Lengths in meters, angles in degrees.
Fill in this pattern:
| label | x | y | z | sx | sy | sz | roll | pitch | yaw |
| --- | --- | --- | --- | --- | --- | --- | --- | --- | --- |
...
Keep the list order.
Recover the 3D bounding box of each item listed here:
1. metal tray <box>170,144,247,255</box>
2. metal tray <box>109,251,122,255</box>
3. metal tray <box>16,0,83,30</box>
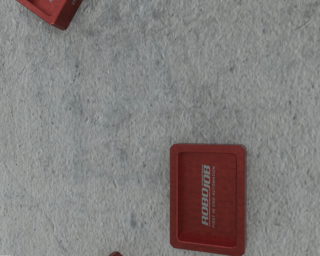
| label | x | y | z | sx | sy | sz | roll | pitch | yaw |
| --- | --- | --- | --- | --- | --- | --- | --- | --- | --- |
| metal tray | 0.060 | 0.085 | 0.384 | 0.090 | 0.030 | 0.129 | 0 | 90 | 19 |
| metal tray | -0.041 | 0.246 | 0.420 | 0.130 | 0.030 | 0.090 | 35 | 101 | 16 |
| metal tray | -0.149 | -0.224 | 0.457 | 0.090 | 0.030 | 0.129 | 37 | 101 | 16 |
